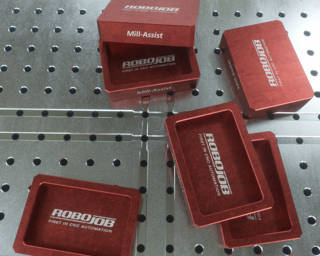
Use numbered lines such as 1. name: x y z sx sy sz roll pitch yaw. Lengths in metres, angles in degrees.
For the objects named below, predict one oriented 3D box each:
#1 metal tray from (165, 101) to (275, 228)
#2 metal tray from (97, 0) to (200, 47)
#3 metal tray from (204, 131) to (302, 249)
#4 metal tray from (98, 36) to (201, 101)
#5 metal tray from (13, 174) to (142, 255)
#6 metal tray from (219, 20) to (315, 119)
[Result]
1. metal tray: 0.064 0.040 0.362 0.090 0.030 0.130 -14 71 -5
2. metal tray: -0.012 -0.154 0.440 0.131 0.030 0.090 6 44 8
3. metal tray: 0.109 0.074 0.382 0.091 0.030 0.130 -7 70 -3
4. metal tray: -0.016 -0.094 0.443 0.131 0.030 0.090 -9 70 -4
5. metal tray: -0.093 0.110 0.368 0.131 0.030 0.090 9 70 3
6. metal tray: 0.148 -0.086 0.441 0.091 0.030 0.130 -13 71 -5
